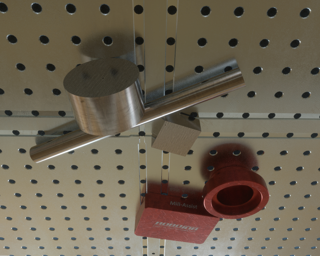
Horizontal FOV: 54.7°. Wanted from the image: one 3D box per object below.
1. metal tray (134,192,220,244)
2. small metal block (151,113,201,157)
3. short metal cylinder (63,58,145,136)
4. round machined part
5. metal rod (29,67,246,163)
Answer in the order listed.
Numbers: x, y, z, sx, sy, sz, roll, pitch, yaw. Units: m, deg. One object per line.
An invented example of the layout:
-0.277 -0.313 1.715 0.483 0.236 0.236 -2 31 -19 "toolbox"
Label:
0.028 0.162 0.547 0.131 0.030 0.089 11 129 -10 "metal tray"
0.021 0.007 0.418 0.050 0.025 0.050 16 128 -14 "small metal block"
-0.060 -0.036 0.344 0.080 0.080 0.050 -4 130 2 "short metal cylinder"
0.116 0.097 0.485 0.099 0.042 0.097 -1 130 0 "round machined part"
-0.040 -0.011 0.401 0.301 0.025 0.025 -20 128 15 "metal rod"
